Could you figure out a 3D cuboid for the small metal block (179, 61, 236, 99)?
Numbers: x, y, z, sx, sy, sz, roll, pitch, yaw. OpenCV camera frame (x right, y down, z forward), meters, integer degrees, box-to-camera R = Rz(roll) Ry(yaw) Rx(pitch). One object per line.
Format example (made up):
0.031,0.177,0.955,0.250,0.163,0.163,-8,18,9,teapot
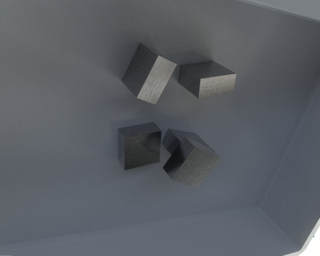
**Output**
0.058,-0.062,0.388,0.050,0.050,0.025,-12,124,-23,small metal block

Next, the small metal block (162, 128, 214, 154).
0.038,0.027,0.432,0.050,0.050,0.025,10,113,-33,small metal block

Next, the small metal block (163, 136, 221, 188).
0.041,0.045,0.396,0.050,0.025,0.050,25,105,-37,small metal block

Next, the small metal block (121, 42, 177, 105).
-0.014,-0.062,0.348,0.025,0.050,0.050,18,109,-36,small metal block

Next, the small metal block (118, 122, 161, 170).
-0.027,0.024,0.410,0.050,0.025,0.050,-11,123,-23,small metal block
